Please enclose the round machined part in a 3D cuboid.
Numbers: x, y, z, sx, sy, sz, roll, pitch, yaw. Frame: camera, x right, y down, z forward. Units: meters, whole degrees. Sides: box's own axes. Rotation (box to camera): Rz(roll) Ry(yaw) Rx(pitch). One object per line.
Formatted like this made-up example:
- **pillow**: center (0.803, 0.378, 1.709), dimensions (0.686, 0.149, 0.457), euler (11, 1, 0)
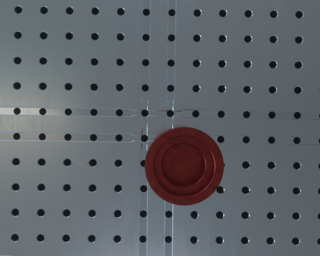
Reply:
- **round machined part**: center (0.030, 0.048, 0.405), dimensions (0.099, 0.042, 0.097), euler (0, 90, 0)
